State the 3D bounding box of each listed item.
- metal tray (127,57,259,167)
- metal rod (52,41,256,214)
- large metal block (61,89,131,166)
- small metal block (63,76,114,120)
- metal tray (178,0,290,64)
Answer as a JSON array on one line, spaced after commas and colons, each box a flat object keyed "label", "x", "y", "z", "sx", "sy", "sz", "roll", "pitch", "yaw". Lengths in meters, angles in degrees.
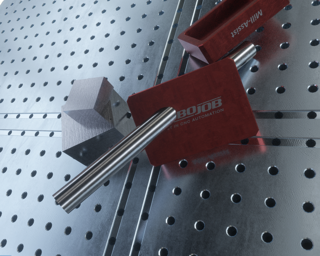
[{"label": "metal tray", "x": 0.037, "y": -0.017, "z": 0.363, "sx": 0.130, "sy": 0.030, "sz": 0.090, "roll": -19, "pitch": 93, "yaw": 16}, {"label": "metal rod", "x": 0.009, "y": -0.014, "z": 0.361, "sx": 0.301, "sy": 0.025, "sz": 0.025, "roll": -40, "pitch": 49, "yaw": -20}, {"label": "large metal block", "x": -0.091, "y": -0.005, "z": 0.441, "sx": 0.080, "sy": 0.050, "sz": 0.080, "roll": -24, "pitch": 53, "yaw": 13}, {"label": "small metal block", "x": -0.096, "y": -0.039, "z": 0.417, "sx": 0.050, "sy": 0.025, "sz": 0.050, "roll": -2, "pitch": 60, "yaw": 26}, {"label": "metal tray", "x": 0.095, "y": -0.147, "z": 0.423, "sx": 0.130, "sy": 0.030, "sz": 0.090, "roll": -38, "pitch": 28, "yaw": 2}]
